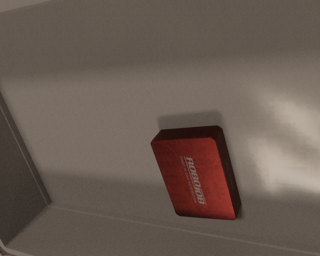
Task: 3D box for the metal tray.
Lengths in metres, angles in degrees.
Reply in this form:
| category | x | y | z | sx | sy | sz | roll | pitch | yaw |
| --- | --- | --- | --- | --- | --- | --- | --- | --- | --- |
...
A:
| category | x | y | z | sx | sy | sz | roll | pitch | yaw |
| --- | --- | --- | --- | --- | --- | --- | --- | --- | --- |
| metal tray | 0.050 | 0.063 | 0.417 | 0.090 | 0.030 | 0.129 | -5 | 116 | 30 |
